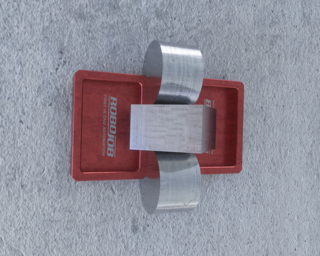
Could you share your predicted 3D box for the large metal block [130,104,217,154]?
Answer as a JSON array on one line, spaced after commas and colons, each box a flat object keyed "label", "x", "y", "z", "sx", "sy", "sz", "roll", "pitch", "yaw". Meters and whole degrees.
[{"label": "large metal block", "x": 0.019, "y": 0.000, "z": 0.366, "sx": 0.080, "sy": 0.080, "sz": 0.050, "roll": 2, "pitch": 90, "yaw": 20}]

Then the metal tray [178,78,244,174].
[{"label": "metal tray", "x": 0.070, "y": -0.002, "z": 0.434, "sx": 0.091, "sy": 0.030, "sz": 0.129, "roll": 2, "pitch": 90, "yaw": -20}]

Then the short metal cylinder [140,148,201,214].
[{"label": "short metal cylinder", "x": 0.010, "y": 0.065, "z": 0.385, "sx": 0.050, "sy": 0.080, "sz": 0.080, "roll": 2, "pitch": 90, "yaw": -20}]

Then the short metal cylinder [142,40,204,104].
[{"label": "short metal cylinder", "x": 0.013, "y": -0.065, "z": 0.386, "sx": 0.050, "sy": 0.080, "sz": 0.080, "roll": 2, "pitch": 90, "yaw": -20}]

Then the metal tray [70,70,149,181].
[{"label": "metal tray", "x": -0.062, "y": -0.002, "z": 0.385, "sx": 0.091, "sy": 0.030, "sz": 0.129, "roll": 2, "pitch": 90, "yaw": -20}]
